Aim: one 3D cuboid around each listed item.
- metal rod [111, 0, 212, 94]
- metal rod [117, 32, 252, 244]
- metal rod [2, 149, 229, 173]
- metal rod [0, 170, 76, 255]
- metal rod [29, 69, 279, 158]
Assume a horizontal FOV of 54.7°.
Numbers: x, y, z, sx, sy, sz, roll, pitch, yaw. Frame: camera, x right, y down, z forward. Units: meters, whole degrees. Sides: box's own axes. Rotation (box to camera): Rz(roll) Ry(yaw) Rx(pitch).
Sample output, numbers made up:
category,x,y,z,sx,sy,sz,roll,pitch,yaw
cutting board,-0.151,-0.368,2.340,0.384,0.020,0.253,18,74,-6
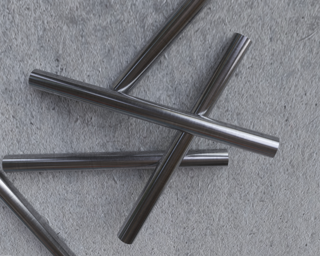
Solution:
category,x,y,z,sx,sy,sz,roll,pitch,yaw
metal rod,0.048,-0.153,0.353,0.025,0.025,0.299,40,105,-14
metal rod,0.027,0.020,0.394,0.025,0.025,0.299,28,99,-10
metal rod,-0.059,0.045,0.425,0.302,0.025,0.025,-2,110,0
metal rod,-0.205,0.111,0.448,0.025,0.025,0.299,-30,108,10
metal rod,-0.012,-0.020,0.370,0.301,0.025,0.025,16,110,6
